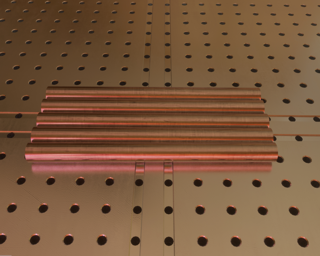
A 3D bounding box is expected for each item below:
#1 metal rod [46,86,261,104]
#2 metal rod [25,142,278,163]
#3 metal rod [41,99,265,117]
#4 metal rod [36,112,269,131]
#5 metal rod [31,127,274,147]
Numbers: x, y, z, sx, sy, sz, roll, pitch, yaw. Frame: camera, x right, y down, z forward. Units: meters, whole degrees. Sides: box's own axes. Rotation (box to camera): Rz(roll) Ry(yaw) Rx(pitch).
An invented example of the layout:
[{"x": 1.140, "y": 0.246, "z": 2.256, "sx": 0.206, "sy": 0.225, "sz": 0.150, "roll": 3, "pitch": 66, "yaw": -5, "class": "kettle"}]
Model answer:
[{"x": -0.009, "y": -0.047, "z": 0.447, "sx": 0.302, "sy": 0.025, "sz": 0.025, "roll": 0, "pitch": 50, "yaw": 0, "class": "metal rod"}, {"x": -0.009, "y": 0.030, "z": 0.382, "sx": 0.302, "sy": 0.025, "sz": 0.025, "roll": 0, "pitch": 50, "yaw": -1, "class": "metal rod"}, {"x": -0.009, "y": -0.027, "z": 0.430, "sx": 0.302, "sy": 0.025, "sz": 0.025, "roll": 0, "pitch": 50, "yaw": 0, "class": "metal rod"}, {"x": -0.009, "y": -0.008, "z": 0.414, "sx": 0.302, "sy": 0.025, "sz": 0.025, "roll": 0, "pitch": 50, "yaw": 0, "class": "metal rod"}, {"x": -0.009, "y": 0.012, "z": 0.397, "sx": 0.302, "sy": 0.025, "sz": 0.025, "roll": 0, "pitch": 50, "yaw": 0, "class": "metal rod"}]
